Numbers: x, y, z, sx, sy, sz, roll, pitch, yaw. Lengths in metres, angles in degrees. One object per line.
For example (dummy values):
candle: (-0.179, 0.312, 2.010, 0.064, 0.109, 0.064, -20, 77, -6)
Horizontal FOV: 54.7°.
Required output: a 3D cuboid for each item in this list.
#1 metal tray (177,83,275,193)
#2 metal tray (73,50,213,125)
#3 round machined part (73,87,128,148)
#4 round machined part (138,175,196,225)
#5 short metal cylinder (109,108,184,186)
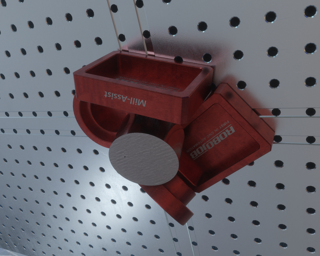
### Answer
metal tray: (0.061, 0.018, 0.385, 0.090, 0.030, 0.129, 45, 129, -4)
metal tray: (-0.016, -0.050, 0.345, 0.130, 0.090, 0.030, 14, 124, 19)
round machined part: (-0.064, -0.023, 0.418, 0.098, 0.042, 0.097, 13, 124, 20)
round machined part: (0.010, 0.082, 0.422, 0.098, 0.042, 0.098, 43, 173, 7)
short metal cylinder: (-0.014, 0.022, 0.367, 0.080, 0.050, 0.079, 6, 128, 8)
